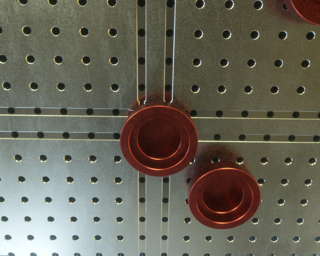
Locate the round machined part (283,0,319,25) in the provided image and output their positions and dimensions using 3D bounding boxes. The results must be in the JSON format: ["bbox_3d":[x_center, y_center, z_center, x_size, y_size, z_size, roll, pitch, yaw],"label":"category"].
[{"bbox_3d":[0.184,-0.166,0.346,0.099,0.042,0.097,0,110,-1],"label":"round machined part"}]

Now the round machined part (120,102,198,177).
[{"bbox_3d":[-0.001,0.012,0.409,0.099,0.042,0.097,0,110,-1],"label":"round machined part"}]

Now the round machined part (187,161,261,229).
[{"bbox_3d":[0.088,0.090,0.439,0.099,0.042,0.097,0,110,-1],"label":"round machined part"}]
